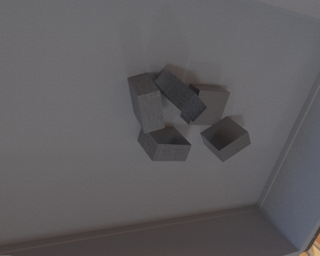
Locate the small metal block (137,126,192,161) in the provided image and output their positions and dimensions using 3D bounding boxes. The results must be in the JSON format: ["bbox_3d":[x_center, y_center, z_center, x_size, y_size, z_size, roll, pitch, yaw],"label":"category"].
[{"bbox_3d":[0.005,0.020,0.409,0.050,0.050,0.025,4,117,-31],"label":"small metal block"}]

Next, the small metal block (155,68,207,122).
[{"bbox_3d":[0.024,-0.038,0.374,0.025,0.050,0.050,-47,153,4],"label":"small metal block"}]

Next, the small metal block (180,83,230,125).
[{"bbox_3d":[0.062,-0.032,0.425,0.050,0.025,0.050,0,118,-29],"label":"small metal block"}]

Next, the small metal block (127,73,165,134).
[{"bbox_3d":[-0.017,-0.030,0.365,0.025,0.050,0.050,-16,125,-11],"label":"small metal block"}]

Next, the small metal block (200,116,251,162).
[{"bbox_3d":[0.096,0.015,0.457,0.050,0.050,0.025,-32,129,-8],"label":"small metal block"}]
